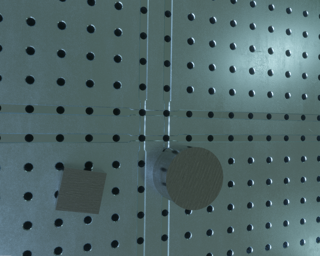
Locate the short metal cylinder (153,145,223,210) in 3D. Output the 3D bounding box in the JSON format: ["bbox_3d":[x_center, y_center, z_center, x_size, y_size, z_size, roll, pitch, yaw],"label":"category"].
[{"bbox_3d":[0.036,0.064,0.414,0.081,0.050,0.079,0,90,-20],"label":"short metal cylinder"}]

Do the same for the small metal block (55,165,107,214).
[{"bbox_3d":[-0.097,0.075,0.378,0.050,0.025,0.050,12,86,-20],"label":"small metal block"}]
